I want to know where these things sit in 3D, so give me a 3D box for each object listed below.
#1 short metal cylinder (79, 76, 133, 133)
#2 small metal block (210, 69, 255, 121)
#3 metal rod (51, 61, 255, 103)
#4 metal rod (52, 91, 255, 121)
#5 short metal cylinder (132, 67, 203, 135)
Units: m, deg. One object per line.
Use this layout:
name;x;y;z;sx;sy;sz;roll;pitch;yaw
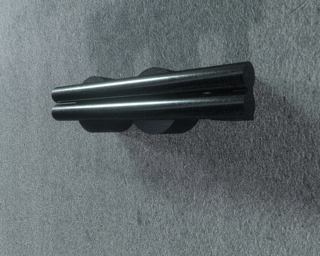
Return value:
short metal cylinder;-0.078;-0.033;0.454;0.080;0.050;0.080;0;90;40
small metal block;0.077;-0.033;0.328;0.025;0.050;0.050;-2;88;40
metal rod;-0.036;-0.048;0.370;0.300;0.025;0.025;1;91;40
metal rod;-0.036;-0.022;0.370;0.300;0.025;0.025;1;91;40
short metal cylinder;0.007;-0.032;0.385;0.080;0.050;0.080;0;90;40
